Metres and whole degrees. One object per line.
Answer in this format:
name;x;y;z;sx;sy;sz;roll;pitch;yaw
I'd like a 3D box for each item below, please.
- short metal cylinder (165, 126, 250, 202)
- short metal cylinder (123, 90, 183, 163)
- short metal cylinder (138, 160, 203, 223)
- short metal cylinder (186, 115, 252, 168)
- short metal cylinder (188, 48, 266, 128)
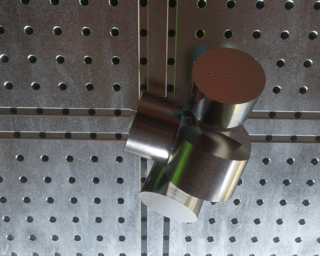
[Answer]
short metal cylinder;0.052;0.037;0.344;0.080;0.080;0.050;16;109;-6
short metal cylinder;-0.009;-0.002;0.383;0.050;0.080;0.079;18;109;-7
short metal cylinder;0.019;0.083;0.408;0.080;0.050;0.080;19;149;12
short metal cylinder;0.073;0.018;0.406;0.081;0.050;0.079;0;109;0
short metal cylinder;0.075;-0.046;0.360;0.081;0.080;0.050;2;150;-1
